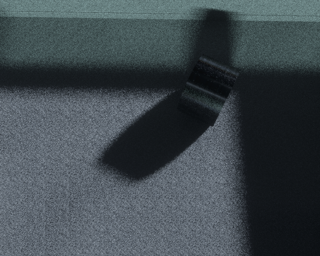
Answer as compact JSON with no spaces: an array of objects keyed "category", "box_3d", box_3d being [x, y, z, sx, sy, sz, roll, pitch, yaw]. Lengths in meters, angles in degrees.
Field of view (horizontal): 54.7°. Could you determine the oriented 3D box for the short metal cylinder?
[{"category":"short metal cylinder","box_3d":[0.063,-0.048,0.399,0.050,0.080,0.080,26,72,9]}]
